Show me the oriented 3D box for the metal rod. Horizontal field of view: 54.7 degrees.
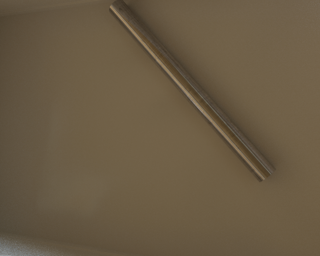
[{"bbox_3d":[0.033,-0.056,0.398,0.025,0.025,0.300,-43,77,15],"label":"metal rod"}]
